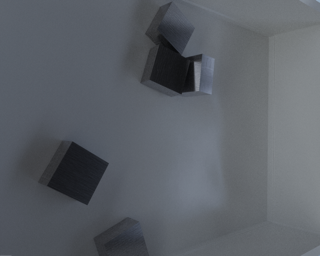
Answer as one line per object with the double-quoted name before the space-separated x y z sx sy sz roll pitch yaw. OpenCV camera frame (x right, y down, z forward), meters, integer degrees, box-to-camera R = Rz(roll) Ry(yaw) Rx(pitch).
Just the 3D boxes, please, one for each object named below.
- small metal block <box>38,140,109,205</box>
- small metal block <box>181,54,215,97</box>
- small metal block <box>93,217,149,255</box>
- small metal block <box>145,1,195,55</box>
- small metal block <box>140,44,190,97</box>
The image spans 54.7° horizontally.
"small metal block" -0.091 0.048 0.332 0.050 0.025 0.050 39 66 -34
"small metal block" 0.046 -0.072 0.431 0.025 0.050 0.050 10 84 -41
"small metal block" -0.045 0.144 0.371 0.050 0.025 0.050 -23 105 -38
"small metal block" 0.015 -0.132 0.421 0.050 0.025 0.050 39 66 -33
"small metal block" 0.008 -0.075 0.410 0.050 0.025 0.050 21 77 -29
